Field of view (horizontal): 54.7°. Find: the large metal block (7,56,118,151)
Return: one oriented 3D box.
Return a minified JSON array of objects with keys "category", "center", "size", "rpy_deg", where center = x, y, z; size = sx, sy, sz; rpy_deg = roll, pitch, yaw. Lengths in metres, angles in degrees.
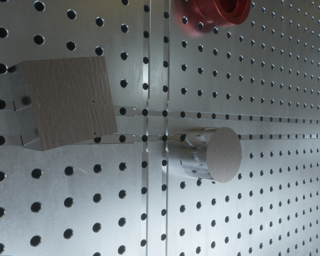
[{"category":"large metal block","center":[-0.097,-0.026,0.313],"size":[0.081,0.050,0.079],"rpy_deg":[-15,100,-39]}]

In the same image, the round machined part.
[{"category":"round machined part","center":[0.095,-0.204,0.480],"size":[0.099,0.042,0.097],"rpy_deg":[0,90,-40]}]

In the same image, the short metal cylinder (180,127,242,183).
[{"category":"short metal cylinder","center":[0.076,0.038,0.460],"size":[0.081,0.050,0.079],"rpy_deg":[0,90,-40]}]
